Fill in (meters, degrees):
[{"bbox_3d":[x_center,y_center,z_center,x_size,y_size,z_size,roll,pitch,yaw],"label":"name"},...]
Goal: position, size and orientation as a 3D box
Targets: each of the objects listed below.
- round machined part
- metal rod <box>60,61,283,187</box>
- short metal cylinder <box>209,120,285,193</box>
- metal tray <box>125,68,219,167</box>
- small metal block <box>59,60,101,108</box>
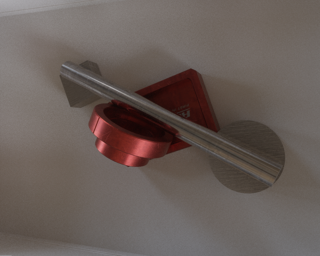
[{"bbox_3d":[-0.038,0.011,0.369,0.098,0.098,0.042,29,107,17],"label":"round machined part"},{"bbox_3d":[-0.006,-0.016,0.367,0.300,0.025,0.025,28,99,24],"label":"metal rod"},{"bbox_3d":[0.101,0.031,0.360,0.080,0.050,0.079,0,90,19],"label":"short metal cylinder"},{"bbox_3d":[0.003,-0.011,0.404,0.130,0.030,0.090,-20,84,18],"label":"metal tray"},{"bbox_3d":[-0.110,-0.062,0.446,0.050,0.025,0.050,-23,83,18],"label":"small metal block"}]
